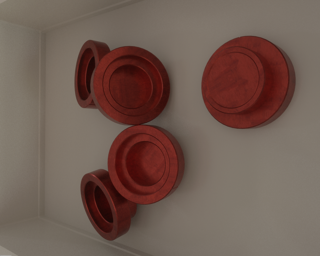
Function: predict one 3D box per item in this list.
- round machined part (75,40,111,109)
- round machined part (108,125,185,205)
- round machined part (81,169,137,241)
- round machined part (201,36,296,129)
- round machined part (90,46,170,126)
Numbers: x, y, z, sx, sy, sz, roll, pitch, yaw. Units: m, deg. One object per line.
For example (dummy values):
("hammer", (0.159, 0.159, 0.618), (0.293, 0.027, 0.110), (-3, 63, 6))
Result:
("round machined part", (-0.089, -0.076, 0.455), (0.098, 0.042, 0.097), (-6, 82, 56))
("round machined part", (-0.014, 0.045, 0.396), (0.098, 0.042, 0.097), (-1, 88, 25))
("round machined part", (-0.070, 0.104, 0.439), (0.098, 0.042, 0.097), (22, 120, 44))
("round machined part", (0.085, -0.048, 0.325), (0.098, 0.042, 0.097), (0, 90, 39))
("round machined part", (-0.040, -0.052, 0.398), (0.042, 0.099, 0.097), (174, 94, -67))
